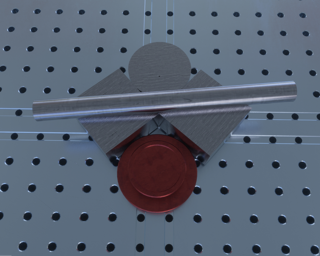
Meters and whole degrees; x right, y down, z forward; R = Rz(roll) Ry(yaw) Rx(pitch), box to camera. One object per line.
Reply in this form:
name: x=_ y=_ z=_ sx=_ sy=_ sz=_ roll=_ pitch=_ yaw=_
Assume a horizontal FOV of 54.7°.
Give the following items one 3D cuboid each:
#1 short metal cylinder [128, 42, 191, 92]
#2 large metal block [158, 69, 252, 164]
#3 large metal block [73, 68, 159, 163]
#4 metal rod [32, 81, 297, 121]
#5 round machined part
short metal cylinder: x=0.000 y=-0.068 z=0.419 sx=0.081 sy=0.050 sz=0.080 roll=0 pitch=70 yaw=0
large metal block: x=0.055 y=-0.013 z=0.397 sx=0.080 sy=0.050 sz=0.080 roll=40 pitch=76 yaw=13
large metal block: x=-0.058 y=-0.015 z=0.399 sx=0.080 sy=0.050 sz=0.080 roll=-38 pitch=76 yaw=-13
metal rod: x=0.007 y=-0.032 z=0.364 sx=0.302 sy=0.025 sz=0.025 roll=-5 pitch=70 yaw=-1
round machined part: x=-0.003 y=0.053 z=0.379 sx=0.099 sy=0.042 sz=0.098 roll=0 pitch=70 yaw=0
